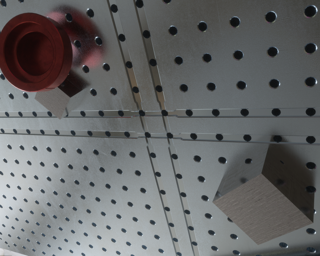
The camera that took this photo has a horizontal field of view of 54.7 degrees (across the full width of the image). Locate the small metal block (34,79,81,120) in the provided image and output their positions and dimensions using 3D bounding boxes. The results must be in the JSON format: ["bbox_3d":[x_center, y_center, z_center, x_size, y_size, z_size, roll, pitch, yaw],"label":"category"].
[{"bbox_3d":[-0.152,-0.049,0.458,0.050,0.025,0.050,40,129,1],"label":"small metal block"}]

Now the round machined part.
[{"bbox_3d":[-0.158,-0.096,0.407,0.098,0.042,0.097,2,98,15],"label":"round machined part"}]

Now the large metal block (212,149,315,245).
[{"bbox_3d":[0.127,0.086,0.381,0.080,0.050,0.080,44,129,-3],"label":"large metal block"}]
